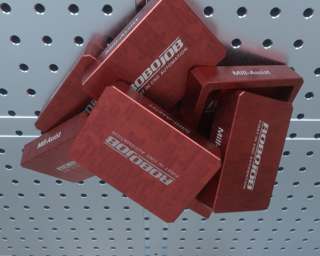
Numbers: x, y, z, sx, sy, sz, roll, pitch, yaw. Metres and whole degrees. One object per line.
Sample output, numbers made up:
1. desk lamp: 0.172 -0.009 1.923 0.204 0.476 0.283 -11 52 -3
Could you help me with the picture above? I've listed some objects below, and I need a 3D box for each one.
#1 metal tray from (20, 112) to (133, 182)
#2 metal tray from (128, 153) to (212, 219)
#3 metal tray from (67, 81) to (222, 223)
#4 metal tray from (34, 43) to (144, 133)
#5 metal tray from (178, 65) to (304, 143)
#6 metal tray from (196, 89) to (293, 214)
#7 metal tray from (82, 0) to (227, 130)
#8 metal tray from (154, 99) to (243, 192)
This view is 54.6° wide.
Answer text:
1. metal tray: -0.105 0.031 0.404 0.130 0.030 0.090 -24 143 33
2. metal tray: 0.005 0.068 0.408 0.090 0.130 0.030 35 80 -27
3. metal tray: -0.016 0.025 0.314 0.130 0.030 0.090 35 110 -3
4. metal tray: -0.083 -0.028 0.383 0.090 0.030 0.129 31 123 -24
5. metal tray: 0.090 -0.025 0.358 0.131 0.030 0.089 -6 133 -22
6. metal tray: 0.097 0.028 0.349 0.091 0.030 0.129 8 97 -33
7. metal tray: -0.007 -0.066 0.327 0.130 0.030 0.090 -43 121 14
8. metal tray: 0.050 0.021 0.388 0.130 0.090 0.030 37 121 -26
